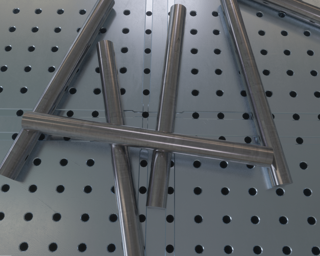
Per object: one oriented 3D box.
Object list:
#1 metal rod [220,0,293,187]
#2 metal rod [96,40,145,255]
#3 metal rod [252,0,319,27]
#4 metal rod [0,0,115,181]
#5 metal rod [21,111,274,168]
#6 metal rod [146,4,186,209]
[{"bbox_3d":[0.129,-0.068,0.437,0.025,0.025,0.299,-9,70,-3],"label":"metal rod"},{"bbox_3d":[-0.055,0.017,0.405,0.025,0.025,0.299,-9,70,-3],"label":"metal rod"},{"bbox_3d":[0.244,-0.169,0.474,0.301,0.025,0.025,26,72,9],"label":"metal rod"},{"bbox_3d":[-0.138,-0.070,0.436,0.025,0.025,0.300,21,71,7],"label":"metal rod"},{"bbox_3d":[-0.017,0.013,0.379,0.301,0.025,0.025,8,70,3],"label":"metal rod"},{"bbox_3d":[0.012,-0.043,0.427,0.025,0.025,0.299,6,70,2],"label":"metal rod"}]
